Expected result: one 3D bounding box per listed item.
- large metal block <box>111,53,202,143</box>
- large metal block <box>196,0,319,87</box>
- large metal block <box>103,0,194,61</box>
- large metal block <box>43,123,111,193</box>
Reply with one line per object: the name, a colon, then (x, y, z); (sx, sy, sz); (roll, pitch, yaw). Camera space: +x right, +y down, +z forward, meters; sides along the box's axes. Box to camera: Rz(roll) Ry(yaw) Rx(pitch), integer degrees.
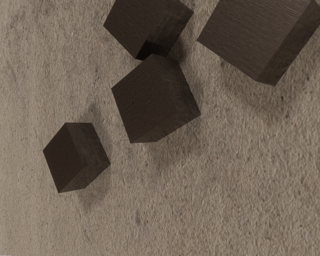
large metal block: (-0.007, -0.034, 0.393); (0.080, 0.050, 0.080); (-33, 70, 35)
large metal block: (0.098, -0.099, 0.307); (0.080, 0.050, 0.080); (45, 117, 30)
large metal block: (-0.017, -0.141, 0.401); (0.080, 0.050, 0.080); (49, 119, 28)
large metal block: (-0.136, 0.047, 0.498); (0.080, 0.050, 0.080); (-43, 65, 31)
